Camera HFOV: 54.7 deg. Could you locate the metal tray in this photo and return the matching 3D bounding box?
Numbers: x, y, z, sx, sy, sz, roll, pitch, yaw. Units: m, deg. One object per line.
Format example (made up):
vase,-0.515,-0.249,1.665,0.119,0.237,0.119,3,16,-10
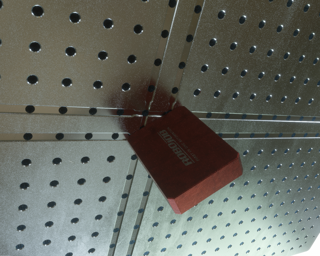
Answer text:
metal tray,0.025,0.031,0.377,0.090,0.130,0.030,-31,129,-9
